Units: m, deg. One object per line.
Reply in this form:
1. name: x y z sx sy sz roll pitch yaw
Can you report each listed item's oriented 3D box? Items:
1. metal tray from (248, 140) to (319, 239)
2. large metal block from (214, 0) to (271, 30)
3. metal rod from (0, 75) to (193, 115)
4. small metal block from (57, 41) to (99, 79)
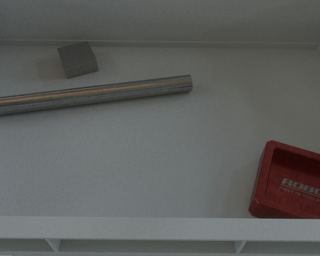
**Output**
1. metal tray: 0.174 0.072 0.343 0.130 0.030 0.090 17 52 13
2. large metal block: 0.153 -0.231 0.588 0.081 0.050 0.080 -4 50 -4
3. metal rod: -0.103 -0.047 0.442 0.302 0.025 0.025 -8 51 -7
4. small metal block: -0.131 -0.109 0.495 0.050 0.025 0.050 -18 53 -15
